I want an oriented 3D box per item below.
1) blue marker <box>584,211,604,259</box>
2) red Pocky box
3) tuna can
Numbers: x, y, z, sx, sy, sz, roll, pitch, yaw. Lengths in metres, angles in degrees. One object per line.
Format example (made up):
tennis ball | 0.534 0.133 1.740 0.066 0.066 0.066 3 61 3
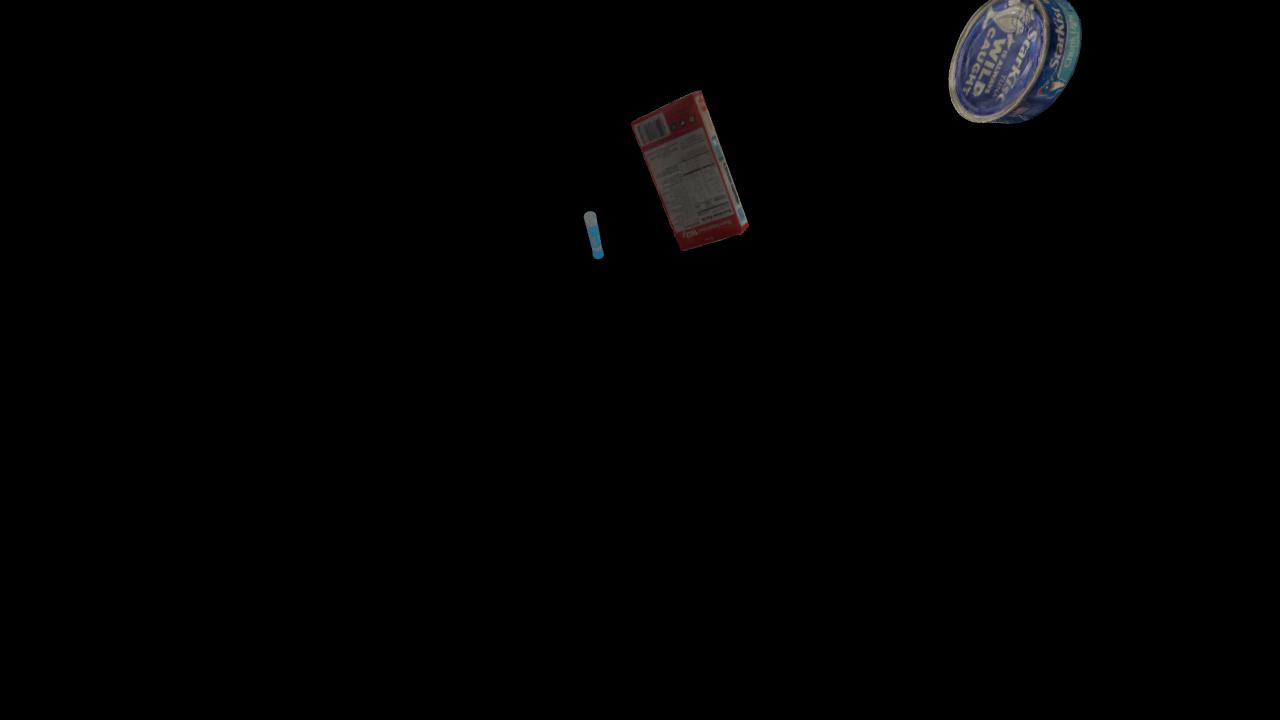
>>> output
blue marker | -0.071 -0.192 0.965 0.020 0.020 0.121 0 -19 3
red Pocky box | 0.056 -0.204 0.680 0.083 0.155 0.028 -11 22 34
tuna can | 0.263 -0.212 0.435 0.034 0.084 0.084 -3 1 -15
